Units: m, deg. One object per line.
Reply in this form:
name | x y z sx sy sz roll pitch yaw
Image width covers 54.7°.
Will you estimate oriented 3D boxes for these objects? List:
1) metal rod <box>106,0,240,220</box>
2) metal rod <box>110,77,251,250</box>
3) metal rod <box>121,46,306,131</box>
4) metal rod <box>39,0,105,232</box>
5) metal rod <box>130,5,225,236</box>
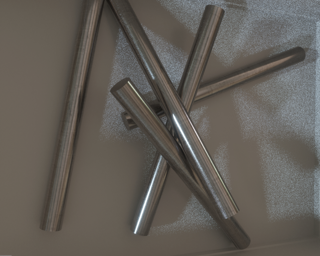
metal rod | 0.011 -0.034 0.371 0.025 0.025 0.299 -25 82 -18
metal rod | 0.040 0.061 0.390 0.025 0.025 0.300 -45 117 -14
metal rod | 0.088 -0.063 0.442 0.302 0.025 0.025 -22 98 -19
metal rod | -0.103 -0.029 0.372 0.025 0.025 0.298 11 86 -20
metal rod | 0.021 -0.007 0.394 0.025 0.025 0.298 18 93 -19
